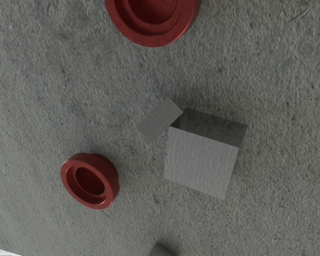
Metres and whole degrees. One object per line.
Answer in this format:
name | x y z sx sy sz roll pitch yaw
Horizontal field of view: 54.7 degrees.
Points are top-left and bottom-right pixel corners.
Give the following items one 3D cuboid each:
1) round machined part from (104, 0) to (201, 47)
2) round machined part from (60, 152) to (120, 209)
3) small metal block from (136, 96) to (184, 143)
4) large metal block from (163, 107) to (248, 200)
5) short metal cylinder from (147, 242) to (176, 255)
round machined part | -0.004 -0.136 0.313 0.098 0.042 0.097 13 124 20
round machined part | -0.107 0.080 0.500 0.098 0.042 0.097 13 124 20
small metal block | -0.002 -0.009 0.371 0.050 0.050 0.025 -45 93 -3
large metal block | 0.054 0.030 0.380 0.080 0.050 0.079 18 125 17
short metal cylinder | -0.008 0.243 0.524 0.050 0.080 0.079 32 128 7
